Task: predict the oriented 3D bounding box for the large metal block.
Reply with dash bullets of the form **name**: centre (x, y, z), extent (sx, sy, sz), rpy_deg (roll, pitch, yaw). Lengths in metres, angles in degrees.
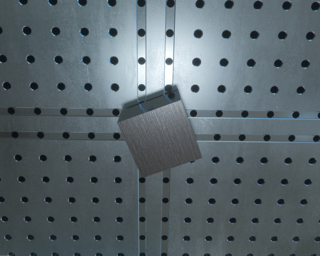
- **large metal block**: centre (0.001, 0.007, 0.400), extent (0.080, 0.050, 0.080), rpy_deg (-20, 109, 6)
